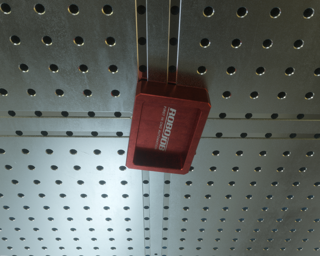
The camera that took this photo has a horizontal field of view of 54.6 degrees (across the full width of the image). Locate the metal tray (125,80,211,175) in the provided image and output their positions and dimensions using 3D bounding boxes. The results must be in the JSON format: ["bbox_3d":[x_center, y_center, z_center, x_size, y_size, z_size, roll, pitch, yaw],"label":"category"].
[{"bbox_3d":[0.006,0.005,0.411,0.091,0.030,0.129,7,130,-7],"label":"metal tray"}]
